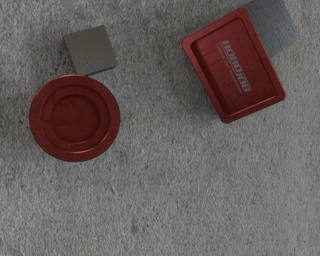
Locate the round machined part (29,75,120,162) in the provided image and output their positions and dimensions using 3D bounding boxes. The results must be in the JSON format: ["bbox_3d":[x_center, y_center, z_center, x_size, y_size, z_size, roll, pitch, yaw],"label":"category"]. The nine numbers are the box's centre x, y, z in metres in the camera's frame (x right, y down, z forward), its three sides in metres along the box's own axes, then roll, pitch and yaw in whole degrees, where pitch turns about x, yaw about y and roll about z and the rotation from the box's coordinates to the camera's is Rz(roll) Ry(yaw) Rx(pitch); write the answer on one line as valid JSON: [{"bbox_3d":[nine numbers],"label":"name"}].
[{"bbox_3d":[-0.099,-0.011,0.363,0.099,0.042,0.097,0,90,-20],"label":"round machined part"}]

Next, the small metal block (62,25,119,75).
[{"bbox_3d":[-0.085,-0.092,0.378,0.050,0.025,0.050,-22,97,-19],"label":"small metal block"}]

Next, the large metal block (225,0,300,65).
[{"bbox_3d":[0.141,-0.141,0.448,0.080,0.050,0.080,-34,101,-17],"label":"large metal block"}]

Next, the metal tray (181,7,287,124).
[{"bbox_3d":[0.099,-0.081,0.415,0.090,0.030,0.130,-25,102,23],"label":"metal tray"}]
